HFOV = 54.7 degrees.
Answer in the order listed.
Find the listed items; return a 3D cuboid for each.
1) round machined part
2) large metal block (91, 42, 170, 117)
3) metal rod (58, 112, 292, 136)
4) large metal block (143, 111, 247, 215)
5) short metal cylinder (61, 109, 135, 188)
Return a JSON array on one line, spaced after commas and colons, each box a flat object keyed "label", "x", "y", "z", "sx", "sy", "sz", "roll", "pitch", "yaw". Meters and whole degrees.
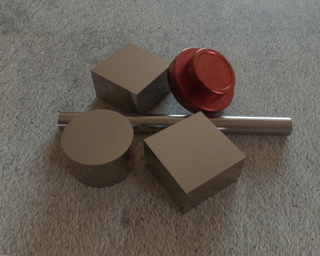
[{"label": "round machined part", "x": 0.063, "y": -0.068, "z": 0.421, "sx": 0.099, "sy": 0.042, "sz": 0.098, "roll": 12, "pitch": 63, "yaw": -25}, {"label": "large metal block", "x": -0.037, "y": -0.068, "z": 0.443, "sx": 0.080, "sy": 0.050, "sz": 0.080, "roll": 30, "pitch": 56, "yaw": 22}, {"label": "metal rod", "x": 0.019, "y": -0.005, "z": 0.411, "sx": 0.302, "sy": 0.025, "sz": 0.025, "roll": 1, "pitch": 50, "yaw": 0}, {"label": "large metal block", "x": 0.037, "y": 0.038, "z": 0.357, "sx": 0.081, "sy": 0.050, "sz": 0.080, "roll": -27, "pitch": 55, "yaw": -21}, {"label": "short metal cylinder", "x": -0.070, "y": 0.024, "z": 0.367, "sx": 0.081, "sy": 0.050, "sz": 0.080, "roll": 0, "pitch": 50, "yaw": 0}]
